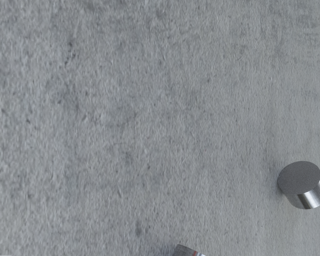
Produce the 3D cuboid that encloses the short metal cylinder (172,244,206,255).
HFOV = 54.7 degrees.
[{"bbox_3d":[0.048,0.198,0.412,0.080,0.080,0.050,44,64,-32],"label":"short metal cylinder"}]

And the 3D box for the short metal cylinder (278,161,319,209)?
[{"bbox_3d":[0.281,0.112,0.609,0.050,0.080,0.080,51,60,-28],"label":"short metal cylinder"}]
